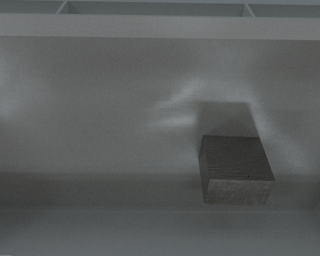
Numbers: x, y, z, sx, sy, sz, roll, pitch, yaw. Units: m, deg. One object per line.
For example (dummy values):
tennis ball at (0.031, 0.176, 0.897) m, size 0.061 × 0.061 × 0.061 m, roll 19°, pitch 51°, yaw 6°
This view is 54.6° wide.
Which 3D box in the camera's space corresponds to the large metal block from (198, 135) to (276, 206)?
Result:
large metal block at (0.099, 0.056, 0.421) m, size 0.080 × 0.080 × 0.050 m, roll 2°, pitch 130°, yaw -2°
